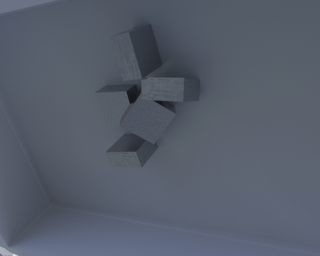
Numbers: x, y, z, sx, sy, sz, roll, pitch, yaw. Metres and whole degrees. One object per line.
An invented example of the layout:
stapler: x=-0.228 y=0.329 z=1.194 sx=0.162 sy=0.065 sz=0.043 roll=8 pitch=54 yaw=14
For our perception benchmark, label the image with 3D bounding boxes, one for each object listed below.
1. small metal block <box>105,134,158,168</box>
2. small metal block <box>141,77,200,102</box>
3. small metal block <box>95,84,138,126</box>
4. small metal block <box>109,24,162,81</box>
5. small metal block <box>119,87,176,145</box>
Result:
small metal block: x=-0.038 y=0.031 z=0.432 sx=0.050 sy=0.050 sz=0.025 roll=-4 pitch=117 yaw=30
small metal block: x=0.013 y=-0.044 z=0.355 sx=0.050 sy=0.050 sz=0.025 roll=5 pitch=98 yaw=25
small metal block: x=-0.054 y=-0.030 z=0.418 sx=0.050 sy=0.025 sz=0.050 roll=1 pitch=119 yaw=28
small metal block: x=-0.026 y=-0.086 z=0.351 sx=0.025 sy=0.050 sz=0.050 roll=-3 pitch=115 yaw=30
small metal block: x=-0.015 y=-0.015 z=0.388 sx=0.050 sy=0.025 sz=0.050 roll=30 pitch=111 yaw=-16
